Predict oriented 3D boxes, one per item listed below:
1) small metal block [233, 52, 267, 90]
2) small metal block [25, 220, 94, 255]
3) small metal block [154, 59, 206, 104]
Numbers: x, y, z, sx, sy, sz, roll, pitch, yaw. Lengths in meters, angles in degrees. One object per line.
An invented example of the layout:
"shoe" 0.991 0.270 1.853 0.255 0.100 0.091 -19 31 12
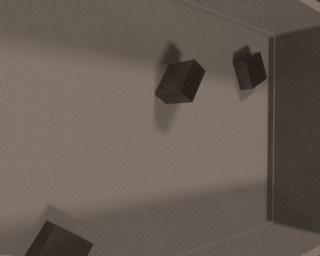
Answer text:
"small metal block" 0.158 -0.100 0.542 0.050 0.025 0.050 -34 111 -35
"small metal block" -0.106 0.131 0.319 0.050 0.025 0.050 42 64 -32
"small metal block" 0.027 -0.061 0.415 0.025 0.050 0.050 38 67 -34
